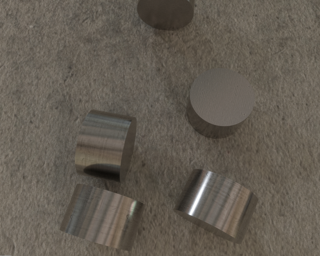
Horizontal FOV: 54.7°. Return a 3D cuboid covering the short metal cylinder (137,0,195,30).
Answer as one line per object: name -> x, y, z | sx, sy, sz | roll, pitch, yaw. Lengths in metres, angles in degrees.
short metal cylinder -> 0.010, -0.187, 0.448 | 0.080, 0.080, 0.050 | 6, 70, 2

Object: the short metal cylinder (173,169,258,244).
short metal cylinder -> 0.062, 0.088, 0.348 | 0.080, 0.080, 0.050 | 26, 72, 8

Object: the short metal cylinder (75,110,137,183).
short metal cylinder -> -0.062, 0.021, 0.370 | 0.050, 0.080, 0.080 | 11, 70, 4

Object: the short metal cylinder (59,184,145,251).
short metal cylinder -> -0.062, 0.098, 0.342 | 0.080, 0.080, 0.050 | 15, 71, 5

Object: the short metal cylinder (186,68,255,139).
short metal cylinder -> 0.077, -0.031, 0.407 | 0.081, 0.050, 0.080 | 0, 70, 0
